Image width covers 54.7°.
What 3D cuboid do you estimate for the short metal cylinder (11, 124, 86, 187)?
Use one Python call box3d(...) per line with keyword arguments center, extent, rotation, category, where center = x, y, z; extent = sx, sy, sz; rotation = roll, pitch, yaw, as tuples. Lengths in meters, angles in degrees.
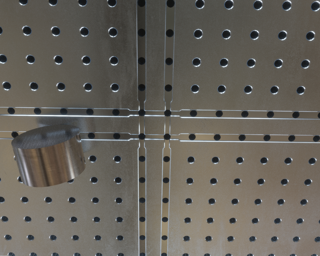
box3d(center=(-0.140, 0.033, 0.394), extent=(0.080, 0.080, 0.050), rotation=(-5, 110, 1), category="short metal cylinder")
